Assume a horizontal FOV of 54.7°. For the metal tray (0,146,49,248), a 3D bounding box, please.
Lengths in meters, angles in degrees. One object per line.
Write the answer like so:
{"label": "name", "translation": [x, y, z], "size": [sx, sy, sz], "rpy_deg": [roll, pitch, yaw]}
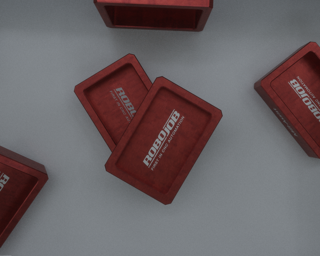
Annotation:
{"label": "metal tray", "translation": [-0.215, 0.089, 0.384], "size": [0.090, 0.030, 0.130], "rpy_deg": [35, 89, -34]}

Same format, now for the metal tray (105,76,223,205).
{"label": "metal tray", "translation": [0.004, 0.015, 0.378], "size": [0.090, 0.030, 0.130], "rpy_deg": [30, 90, 0]}

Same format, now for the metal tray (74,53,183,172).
{"label": "metal tray", "translation": [-0.039, -0.019, 0.408], "size": [0.090, 0.030, 0.130], "rpy_deg": [-32, 90, 0]}

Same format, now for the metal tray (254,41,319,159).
{"label": "metal tray", "translation": [0.201, -0.035, 0.409], "size": [0.090, 0.030, 0.130], "rpy_deg": [-39, 90, 0]}

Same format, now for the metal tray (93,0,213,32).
{"label": "metal tray", "translation": [-0.007, -0.148, 0.378], "size": [0.131, 0.090, 0.030], "rpy_deg": [2, 90, 0]}
